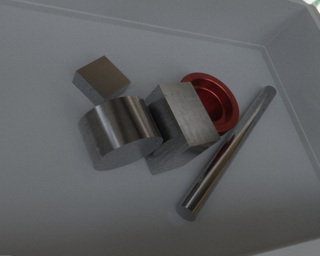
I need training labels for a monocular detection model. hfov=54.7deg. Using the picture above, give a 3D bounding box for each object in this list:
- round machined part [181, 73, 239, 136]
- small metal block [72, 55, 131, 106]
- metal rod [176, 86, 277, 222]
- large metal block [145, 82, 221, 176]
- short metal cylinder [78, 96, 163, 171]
[{"bbox_3d":[0.061,-0.028,0.447,0.099,0.042,0.098,14,56,-21],"label":"round machined part"},{"bbox_3d":[-0.076,-0.060,0.402,0.050,0.025,0.050,45,51,3],"label":"small metal block"},{"bbox_3d":[0.113,0.018,0.457,0.025,0.025,0.302,44,51,1],"label":"metal rod"},{"bbox_3d":[0.014,0.001,0.376,0.050,0.080,0.080,-10,67,-39],"label":"large metal block"},{"bbox_3d":[-0.043,0.007,0.344,0.081,0.080,0.050,-13,69,-34],"label":"short metal cylinder"}]
